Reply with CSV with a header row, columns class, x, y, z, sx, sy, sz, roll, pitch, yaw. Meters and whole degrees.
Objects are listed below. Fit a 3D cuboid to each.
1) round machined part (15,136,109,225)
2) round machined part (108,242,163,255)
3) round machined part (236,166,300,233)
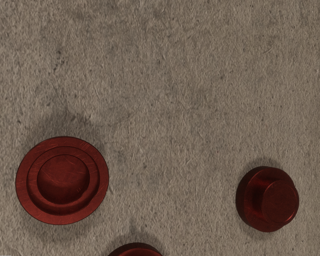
class,x,y,z,sx,sy,sz,roll,pitch,yaw
round machined part,-0.112,0.058,0.359,0.099,0.042,0.097,0,90,-21
round machined part,-0.029,0.200,0.390,0.099,0.042,0.097,0,90,-21
round machined part,0.167,0.108,0.464,0.099,0.042,0.097,0,90,-21
